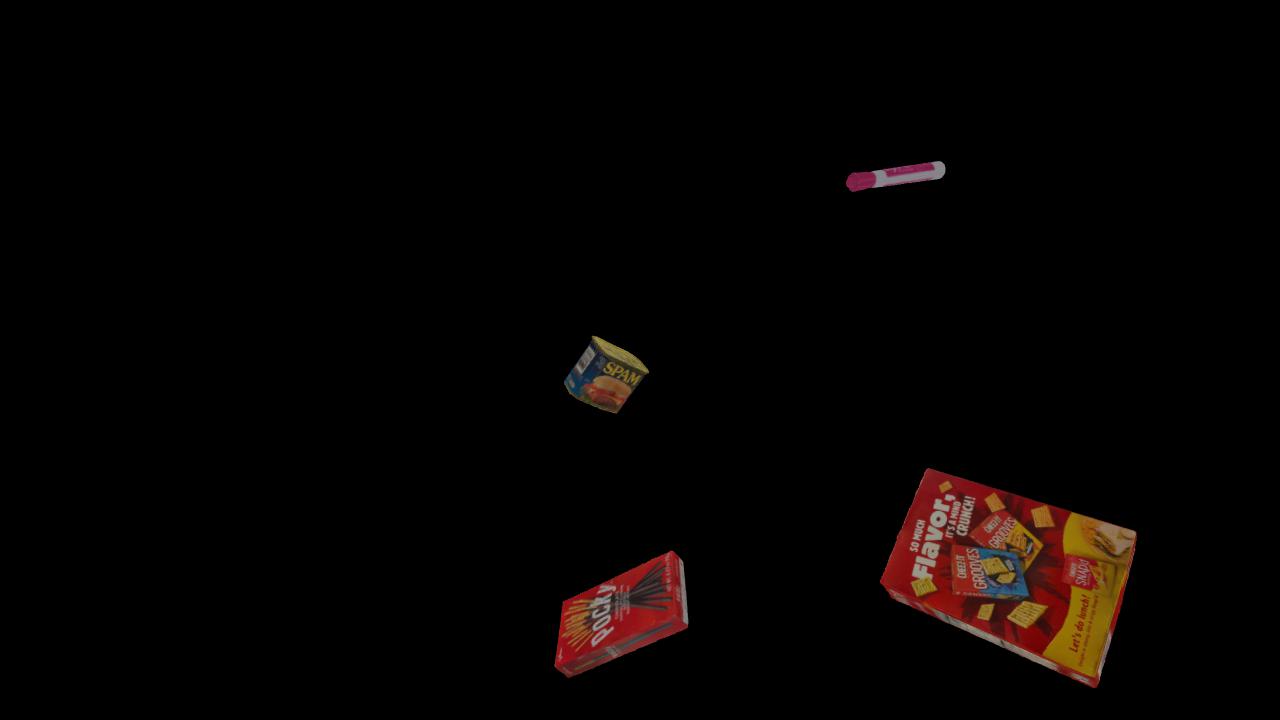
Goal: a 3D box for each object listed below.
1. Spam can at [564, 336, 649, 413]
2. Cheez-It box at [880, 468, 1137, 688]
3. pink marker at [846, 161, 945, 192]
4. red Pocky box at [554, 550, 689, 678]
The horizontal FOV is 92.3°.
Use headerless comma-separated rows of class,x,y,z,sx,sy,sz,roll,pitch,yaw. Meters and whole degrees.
Spam can,-0.052,0.024,0.923,0.101,0.085,0.058,26,16,-39
Cheez-It box,0.422,0.242,0.718,0.223,0.166,0.071,14,-25,42
pink marker,0.265,-0.191,0.639,0.121,0.020,0.020,-13,4,-20
red Pocky box,-0.021,0.271,0.656,0.155,0.028,0.083,-31,28,17
